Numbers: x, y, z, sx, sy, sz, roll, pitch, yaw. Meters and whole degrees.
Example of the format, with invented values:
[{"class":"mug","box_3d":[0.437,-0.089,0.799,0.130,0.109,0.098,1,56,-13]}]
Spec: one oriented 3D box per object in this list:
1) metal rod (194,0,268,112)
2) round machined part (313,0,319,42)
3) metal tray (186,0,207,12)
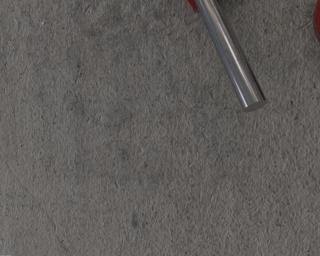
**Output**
[{"class":"metal rod","box_3d":[0.050,-0.155,0.358,0.025,0.025,0.299,-25,69,18]},{"class":"round machined part","box_3d":[0.214,-0.117,0.324,0.098,0.042,0.097,0,90,20]},{"class":"metal tray","box_3d":[0.042,-0.220,0.374,0.090,0.030,0.130,-36,94,16]}]
